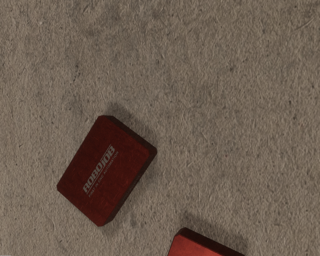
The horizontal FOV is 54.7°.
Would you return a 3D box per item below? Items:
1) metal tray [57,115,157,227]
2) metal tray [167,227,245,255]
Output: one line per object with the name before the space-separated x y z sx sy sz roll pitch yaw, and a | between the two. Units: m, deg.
metal tray | -0.076 0.058 0.432 0.090 0.030 0.129 36 101 16
metal tray | 0.044 0.205 0.390 0.090 0.030 0.129 21 97 18
